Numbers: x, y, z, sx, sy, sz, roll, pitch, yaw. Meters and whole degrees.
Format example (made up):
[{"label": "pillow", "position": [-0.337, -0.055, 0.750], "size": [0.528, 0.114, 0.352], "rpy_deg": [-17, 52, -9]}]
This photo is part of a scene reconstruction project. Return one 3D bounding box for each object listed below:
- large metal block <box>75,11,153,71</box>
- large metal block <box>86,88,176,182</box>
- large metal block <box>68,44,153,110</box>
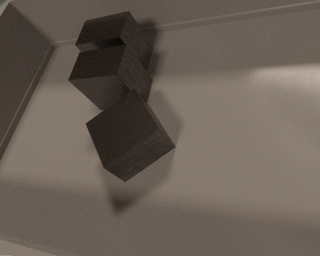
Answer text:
[{"label": "large metal block", "position": [-0.068, -0.126, 0.482], "size": [0.080, 0.080, 0.050], "rpy_deg": [-1, 62, 27]}, {"label": "large metal block", "position": [-0.039, 0.009, 0.403], "size": [0.080, 0.050, 0.080], "rpy_deg": [-35, 51, 4]}, {"label": "large metal block", "position": [-0.068, -0.069, 0.447], "size": [0.080, 0.080, 0.050], "rpy_deg": [-1, 61, 27]}]
